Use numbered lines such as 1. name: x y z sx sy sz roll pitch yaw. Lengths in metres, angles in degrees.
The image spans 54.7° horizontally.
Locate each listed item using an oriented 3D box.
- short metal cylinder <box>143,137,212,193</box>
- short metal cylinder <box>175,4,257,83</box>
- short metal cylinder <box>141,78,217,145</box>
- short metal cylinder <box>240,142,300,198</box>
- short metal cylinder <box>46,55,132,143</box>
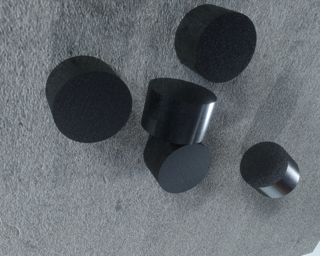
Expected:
1. short metal cylinder: 0.024 0.043 0.430 0.081 0.050 0.079 -14 124 -21
2. short metal cylinder: 0.064 -0.099 0.364 0.081 0.050 0.079 -14 124 -21
3. short metal cylinder: 0.021 -0.022 0.369 0.081 0.080 0.050 -1 119 -28
4. short metal cylinder: 0.181 0.069 0.512 0.080 0.080 0.050 -48 129 5
5. short metal cylinder: -0.076 -0.031 0.330 0.081 0.050 0.079 -14 124 -21
